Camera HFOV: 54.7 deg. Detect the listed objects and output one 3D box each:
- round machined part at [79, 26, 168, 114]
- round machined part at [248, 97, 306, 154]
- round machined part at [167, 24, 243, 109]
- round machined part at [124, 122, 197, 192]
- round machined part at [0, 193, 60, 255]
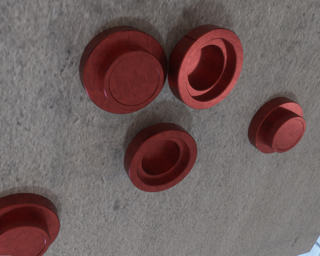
[{"bbox_3d":[-0.035,-0.058,0.342,0.099,0.042,0.097,-14,125,-21],"label":"round machined part"},{"bbox_3d":[0.198,0.002,0.508,0.099,0.042,0.097,-14,125,-21],"label":"round machined part"},{"bbox_3d":[0.049,-0.075,0.373,0.099,0.042,0.097,-19,127,-27],"label":"round machined part"},{"bbox_3d":[-0.003,0.035,0.418,0.099,0.042,0.097,-14,125,-21],"label":"round machined part"},{"bbox_3d":[-0.174,0.132,0.383,0.099,0.042,0.097,-14,125,-21],"label":"round machined part"}]
